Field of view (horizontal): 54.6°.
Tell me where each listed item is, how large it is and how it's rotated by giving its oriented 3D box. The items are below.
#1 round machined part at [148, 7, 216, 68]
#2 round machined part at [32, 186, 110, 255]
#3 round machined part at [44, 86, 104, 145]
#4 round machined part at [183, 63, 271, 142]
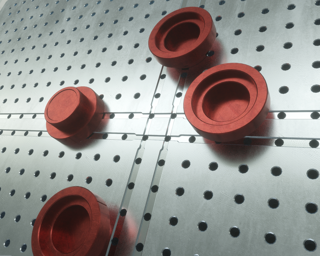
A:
[{"bbox_3d":[0.036,-0.128,0.458,0.098,0.042,0.098,-13,56,21],"label":"round machined part"},{"bbox_3d":[-0.102,0.124,0.376,0.098,0.042,0.098,-13,56,21],"label":"round machined part"},{"bbox_3d":[-0.141,-0.026,0.489,0.098,0.042,0.098,-13,56,21],"label":"round machined part"},{"bbox_3d":[0.081,-0.027,0.372,0.098,0.042,0.098,-13,56,21],"label":"round machined part"}]
